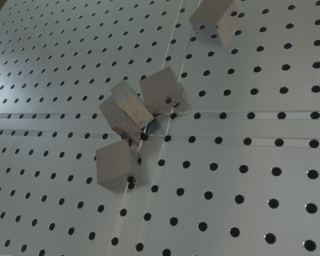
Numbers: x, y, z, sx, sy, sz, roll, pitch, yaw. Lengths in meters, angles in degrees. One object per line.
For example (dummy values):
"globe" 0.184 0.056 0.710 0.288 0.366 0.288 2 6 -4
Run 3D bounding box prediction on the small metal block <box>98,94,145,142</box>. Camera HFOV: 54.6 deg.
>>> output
"small metal block" -0.052 -0.011 0.427 0.025 0.050 0.050 -39 51 4

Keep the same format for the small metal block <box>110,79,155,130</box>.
"small metal block" -0.038 -0.033 0.427 0.025 0.050 0.050 -38 37 4

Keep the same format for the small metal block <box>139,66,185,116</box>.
"small metal block" 0.002 -0.053 0.441 0.050 0.025 0.050 -25 53 12

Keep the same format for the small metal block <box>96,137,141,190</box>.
"small metal block" -0.056 0.047 0.410 0.050 0.025 0.050 -22 54 15

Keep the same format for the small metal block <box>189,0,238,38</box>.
"small metal block" 0.081 -0.169 0.470 0.050 0.025 0.050 28 77 37
